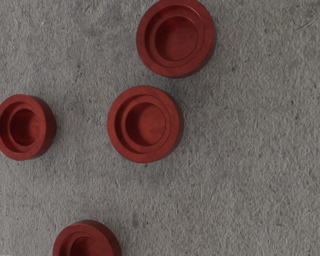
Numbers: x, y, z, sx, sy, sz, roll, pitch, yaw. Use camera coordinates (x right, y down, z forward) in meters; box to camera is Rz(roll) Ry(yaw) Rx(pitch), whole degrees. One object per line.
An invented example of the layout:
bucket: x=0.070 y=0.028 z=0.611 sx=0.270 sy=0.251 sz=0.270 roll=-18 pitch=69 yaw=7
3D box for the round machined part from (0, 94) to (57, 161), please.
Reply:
round machined part: x=-0.198 y=-0.001 z=0.470 sx=0.098 sy=0.042 sz=0.097 roll=0 pitch=90 yaw=20

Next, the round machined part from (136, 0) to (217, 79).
round machined part: x=0.023 y=-0.111 z=0.392 sx=0.098 sy=0.042 sz=0.097 roll=0 pitch=90 yaw=20

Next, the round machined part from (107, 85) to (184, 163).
round machined part: x=-0.015 y=-0.005 z=0.405 sx=0.098 sy=0.042 sz=0.097 roll=0 pitch=90 yaw=20

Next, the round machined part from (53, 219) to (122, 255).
round machined part: x=-0.097 y=0.177 z=0.434 sx=0.098 sy=0.042 sz=0.097 roll=0 pitch=90 yaw=20
